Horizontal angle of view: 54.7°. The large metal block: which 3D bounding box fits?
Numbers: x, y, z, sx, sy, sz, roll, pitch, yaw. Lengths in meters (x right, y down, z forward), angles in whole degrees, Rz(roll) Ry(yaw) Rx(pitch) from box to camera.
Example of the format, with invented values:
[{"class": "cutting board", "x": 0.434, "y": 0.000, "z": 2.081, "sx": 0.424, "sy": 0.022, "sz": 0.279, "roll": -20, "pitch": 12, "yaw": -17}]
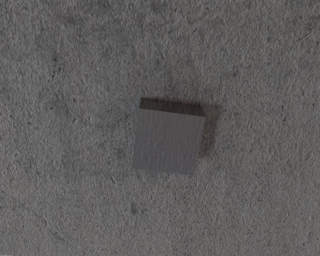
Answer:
[{"class": "large metal block", "x": 0.009, "y": 0.010, "z": 0.402, "sx": 0.081, "sy": 0.050, "sz": 0.079, "roll": 7, "pitch": 110, "yaw": -3}]
